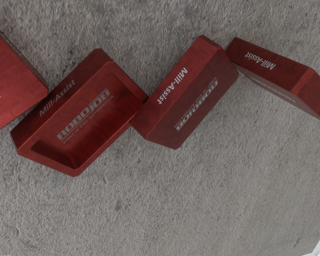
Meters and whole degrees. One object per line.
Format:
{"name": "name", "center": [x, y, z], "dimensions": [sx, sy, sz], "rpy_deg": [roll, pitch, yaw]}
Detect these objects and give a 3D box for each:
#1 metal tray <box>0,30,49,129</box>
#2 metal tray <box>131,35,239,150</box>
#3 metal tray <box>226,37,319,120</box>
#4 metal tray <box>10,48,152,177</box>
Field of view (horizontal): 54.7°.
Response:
{"name": "metal tray", "center": [-0.177, -0.056, 0.272], "dimensions": [0.090, 0.030, 0.130], "rpy_deg": [-37, 129, -4]}
{"name": "metal tray", "center": [0.034, -0.037, 0.378], "dimensions": [0.130, 0.030, 0.090], "rpy_deg": [-51, 152, 8]}
{"name": "metal tray", "center": [0.146, -0.061, 0.380], "dimensions": [0.090, 0.130, 0.030], "rpy_deg": [26, 104, -37]}
{"name": "metal tray", "center": [-0.081, -0.011, 0.338], "dimensions": [0.130, 0.030, 0.090], "rpy_deg": [-44, 143, 2]}
